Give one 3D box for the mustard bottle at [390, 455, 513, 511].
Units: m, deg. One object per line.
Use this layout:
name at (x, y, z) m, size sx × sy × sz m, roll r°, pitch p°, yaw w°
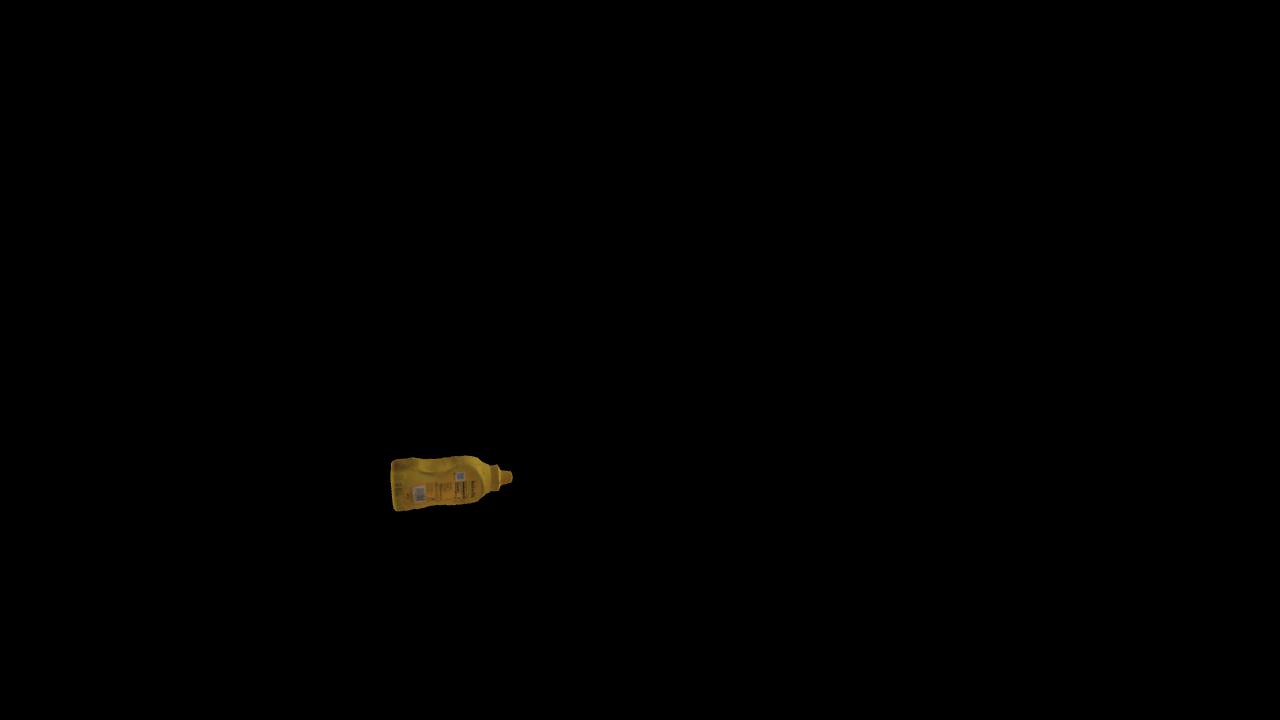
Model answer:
mustard bottle at (-0.296, 0.194, 0.979) m, size 0.184 × 0.092 × 0.054 m, roll -2°, pitch 27°, yaw -17°
